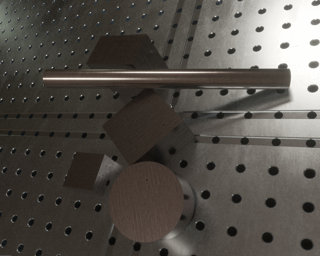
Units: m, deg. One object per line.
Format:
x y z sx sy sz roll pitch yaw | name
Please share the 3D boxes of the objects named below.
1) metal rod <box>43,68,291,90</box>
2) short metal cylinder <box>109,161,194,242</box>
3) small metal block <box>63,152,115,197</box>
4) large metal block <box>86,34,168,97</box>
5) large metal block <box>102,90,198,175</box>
0.002 -0.061 0.386 0.302 0.025 0.025 1 61 8 | metal rod
-0.007 0.080 0.334 0.080 0.050 0.080 -5 71 17 | short metal cylinder
-0.096 0.062 0.419 0.050 0.025 0.050 2 62 28 | small metal block
-0.043 -0.087 0.447 0.080 0.080 0.050 8 66 31 | large metal block
-0.014 0.006 0.395 0.080 0.050 0.080 -41 51 0 | large metal block
